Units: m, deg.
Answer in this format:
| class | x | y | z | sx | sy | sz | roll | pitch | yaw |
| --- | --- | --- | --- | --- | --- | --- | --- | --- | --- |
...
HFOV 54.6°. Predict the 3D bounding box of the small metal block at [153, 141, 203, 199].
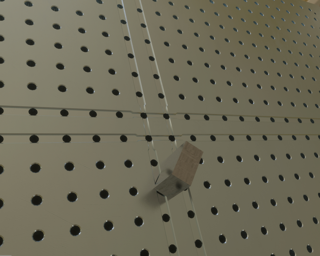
| class | x | y | z | sx | sy | sz | roll | pitch | yaw |
| --- | --- | --- | --- | --- | --- | --- | --- | --- | --- |
| small metal block | 0.022 | 0.051 | 0.372 | 0.025 | 0.050 | 0.050 | 33 | 52 | -7 |
